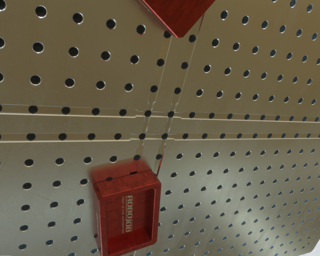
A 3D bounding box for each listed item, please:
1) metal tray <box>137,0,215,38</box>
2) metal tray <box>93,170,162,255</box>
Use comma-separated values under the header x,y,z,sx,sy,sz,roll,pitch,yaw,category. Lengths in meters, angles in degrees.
x,y,z,sx,sy,sz,roll,pitch,yaw,category
0.005,-0.166,0.308,0.090,0.030,0.130,-49,129,6,metal tray
-0.048,0.131,0.461,0.091,0.030,0.129,-10,123,-23,metal tray
